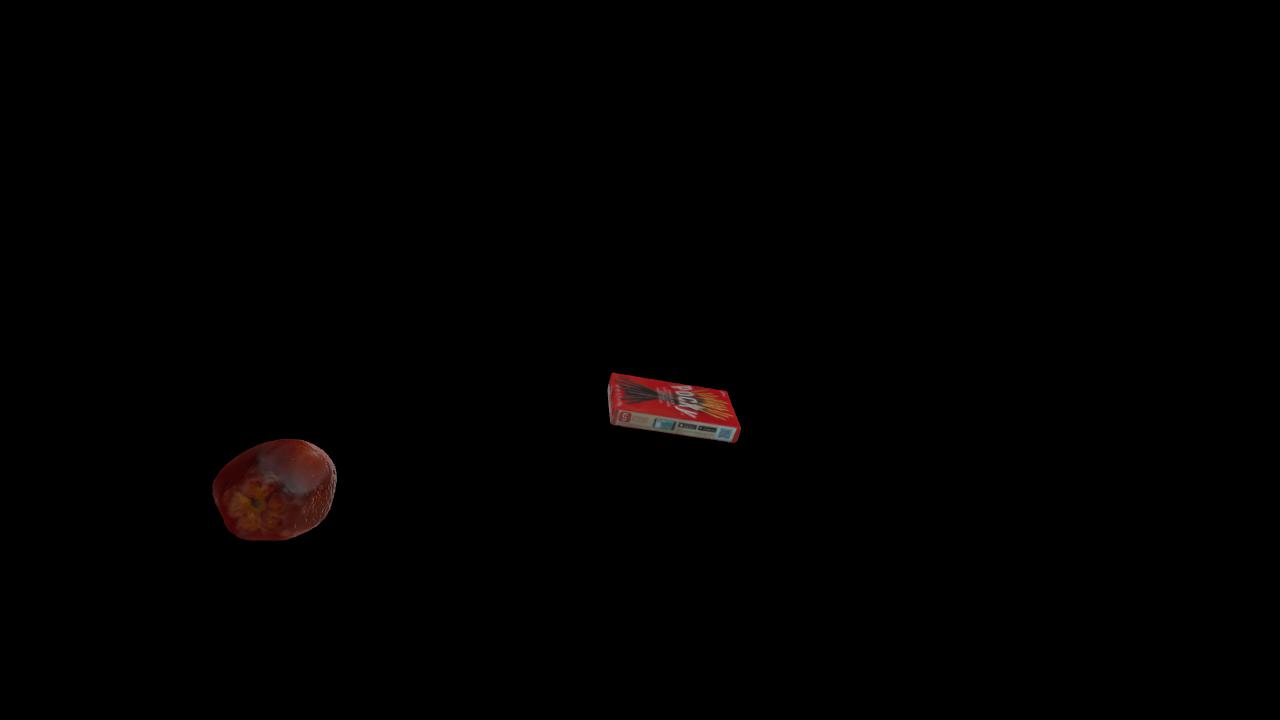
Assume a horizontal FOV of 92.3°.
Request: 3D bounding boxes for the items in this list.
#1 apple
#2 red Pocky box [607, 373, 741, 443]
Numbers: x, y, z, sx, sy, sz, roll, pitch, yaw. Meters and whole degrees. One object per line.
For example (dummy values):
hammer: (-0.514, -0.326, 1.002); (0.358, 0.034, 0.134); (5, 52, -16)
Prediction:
apple: (-0.272, 0.097, 0.460); (0.079, 0.079, 0.093); (0, 5, -11)
red Pocky box: (0.039, 0.056, 0.742); (0.155, 0.028, 0.083); (10, 27, -12)
